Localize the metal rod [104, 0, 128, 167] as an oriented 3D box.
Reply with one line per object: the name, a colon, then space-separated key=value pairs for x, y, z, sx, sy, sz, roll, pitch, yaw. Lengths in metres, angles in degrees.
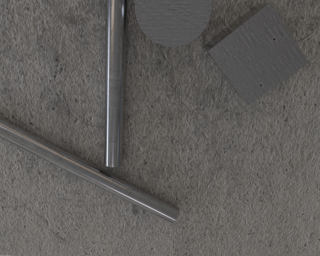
metal rod: x=-0.054 y=-0.091 z=0.375 sx=0.025 sy=0.025 sz=0.298 roll=4 pitch=110 yaw=-2

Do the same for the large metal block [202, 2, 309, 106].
large metal block: x=0.109 y=-0.087 z=0.365 sx=0.080 sy=0.050 sz=0.080 roll=-37 pitch=106 yaw=12

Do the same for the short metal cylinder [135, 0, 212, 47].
short metal cylinder: x=0.014 y=-0.134 z=0.347 sx=0.081 sy=0.050 sz=0.079 roll=0 pitch=110 yaw=0

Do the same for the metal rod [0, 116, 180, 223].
metal rod: x=-0.107 y=0.056 z=0.429 sx=0.301 sy=0.025 sz=0.025 roll=29 pitch=107 yaw=-11
